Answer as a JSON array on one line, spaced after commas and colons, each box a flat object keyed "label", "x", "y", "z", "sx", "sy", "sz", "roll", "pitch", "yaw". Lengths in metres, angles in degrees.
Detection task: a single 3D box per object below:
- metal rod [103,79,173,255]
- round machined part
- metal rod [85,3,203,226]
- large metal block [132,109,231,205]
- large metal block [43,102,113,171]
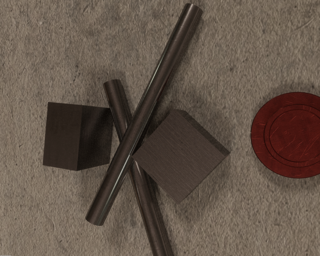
[{"label": "metal rod", "x": -0.023, "y": 0.079, "z": 0.416, "sx": 0.025, "sy": 0.025, "sz": 0.299, "roll": -19, "pitch": 84, "yaw": 18}, {"label": "round machined part", "x": 0.152, "y": 0.008, "z": 0.346, "sx": 0.098, "sy": 0.042, "sz": 0.097, "roll": 0, "pitch": 90, "yaw": 19}, {"label": "metal rod", "x": -0.020, "y": -0.016, "z": 0.395, "sx": 0.025, "sy": 0.025, "sz": 0.299, "roll": 25, "pitch": 91, "yaw": 18}, {"label": "large metal block", "x": 0.027, "y": 0.033, "z": 0.385, "sx": 0.080, "sy": 0.050, "sz": 0.080, "roll": 45, "pitch": 103, "yaw": 14}, {"label": "large metal block", "x": -0.106, "y": 0.009, "z": 0.416, "sx": 0.050, "sy": 0.080, "sz": 0.079, "roll": 6, "pitch": 92, "yaw": 19}]
